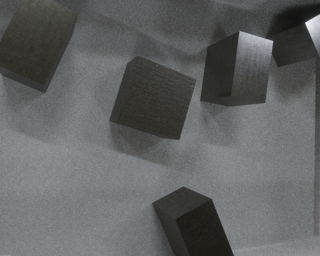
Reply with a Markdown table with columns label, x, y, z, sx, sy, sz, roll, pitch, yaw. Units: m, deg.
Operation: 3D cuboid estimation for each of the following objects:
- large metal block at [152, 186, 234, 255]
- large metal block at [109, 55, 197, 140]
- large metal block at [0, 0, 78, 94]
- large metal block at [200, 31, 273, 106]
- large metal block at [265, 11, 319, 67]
| label | x | y | z | sx | sy | sz | roll | pitch | yaw |
| --- | --- | --- | --- | --- | --- | --- | --- | --- | --- |
| large metal block | 0.040 | 0.129 | 0.396 | 0.050 | 0.080 | 0.080 | -24 | 98 | -18 |
| large metal block | -0.010 | -0.035 | 0.393 | 0.081 | 0.050 | 0.080 | 18 | 84 | -19 |
| large metal block | -0.132 | -0.087 | 0.332 | 0.050 | 0.080 | 0.080 | 24 | 82 | -19 |
| large metal block | 0.100 | -0.075 | 0.418 | 0.050 | 0.080 | 0.080 | 9 | 87 | -20 |
| large metal block | 0.223 | -0.138 | 0.463 | 0.080 | 0.080 | 0.050 | -31 | 101 | -17 |
